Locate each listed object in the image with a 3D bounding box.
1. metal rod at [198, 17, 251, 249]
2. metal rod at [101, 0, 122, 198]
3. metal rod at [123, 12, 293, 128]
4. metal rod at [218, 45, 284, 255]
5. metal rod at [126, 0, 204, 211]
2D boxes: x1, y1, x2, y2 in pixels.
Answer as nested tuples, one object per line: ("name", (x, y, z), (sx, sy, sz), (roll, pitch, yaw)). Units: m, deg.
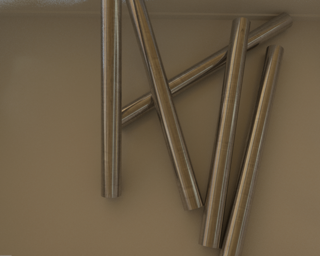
("metal rod", (0.085, -0.005, 0.396), (0.025, 0.025, 0.299), (10, 76, 4))
("metal rod", (-0.058, -0.066, 0.372), (0.025, 0.025, 0.298), (1, 94, 0))
("metal rod", (0.066, -0.086, 0.441), (0.301, 0.025, 0.025), (-32, 73, -11))
("metal rod", (0.123, 0.020, 0.402), (0.025, 0.025, 0.299), (17, 71, 6))
("metal rod", (0.002, -0.045, 0.399), (0.025, 0.025, 0.299), (-15, 81, -5))
